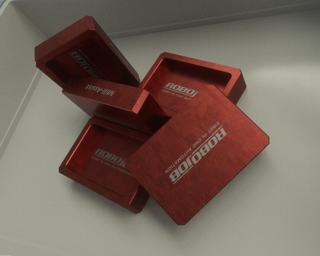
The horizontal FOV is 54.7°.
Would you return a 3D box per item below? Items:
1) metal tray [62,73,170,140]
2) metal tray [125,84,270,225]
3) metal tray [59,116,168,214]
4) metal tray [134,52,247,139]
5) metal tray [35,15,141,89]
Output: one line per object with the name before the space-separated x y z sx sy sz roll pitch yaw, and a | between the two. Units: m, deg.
metal tray | -0.053 -0.024 0.401 0.130 0.090 0.030 17 71 34
metal tray | 0.039 0.028 0.337 0.130 0.030 0.090 -43 80 -2
metal tray | -0.061 0.043 0.403 0.130 0.030 0.090 17 70 34
metal tray | 0.034 -0.047 0.410 0.130 0.030 0.090 23 74 36
metal tray | -0.095 -0.081 0.433 0.090 0.130 0.030 -27 53 12
